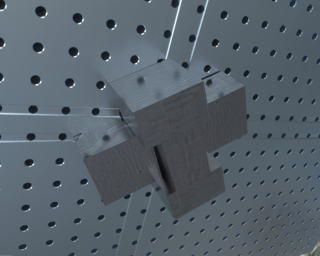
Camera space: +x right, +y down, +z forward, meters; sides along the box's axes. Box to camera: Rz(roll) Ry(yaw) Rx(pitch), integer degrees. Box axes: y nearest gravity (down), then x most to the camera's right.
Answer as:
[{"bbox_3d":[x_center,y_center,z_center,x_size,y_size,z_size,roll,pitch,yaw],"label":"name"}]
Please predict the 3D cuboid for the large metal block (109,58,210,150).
[{"bbox_3d":[-0.002,-0.031,0.354,0.080,0.080,0.050,-25,127,-13],"label":"large metal block"}]

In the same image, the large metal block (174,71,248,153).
[{"bbox_3d":[0.068,-0.018,0.419,0.080,0.050,0.080,-26,130,-12],"label":"large metal block"}]

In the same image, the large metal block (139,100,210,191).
[{"bbox_3d":[0.016,0.017,0.394,0.050,0.080,0.080,-26,128,-12],"label":"large metal block"}]

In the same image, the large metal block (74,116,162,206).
[{"bbox_3d":[-0.051,0.038,0.391,0.080,0.050,0.080,-24,127,-14],"label":"large metal block"}]

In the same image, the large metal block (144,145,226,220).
[{"bbox_3d":[0.032,0.066,0.433,0.080,0.080,0.050,-26,128,-13],"label":"large metal block"}]
